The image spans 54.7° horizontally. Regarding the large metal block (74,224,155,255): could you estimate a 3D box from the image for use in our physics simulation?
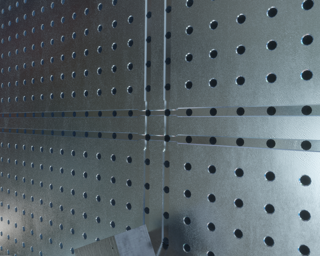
[{"bbox_3d":[-0.049,0.169,0.366,0.080,0.050,0.080,-31,71,35],"label":"large metal block"}]

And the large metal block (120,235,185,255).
[{"bbox_3d":[-0.012,0.197,0.401,0.080,0.050,0.079,16,100,38],"label":"large metal block"}]
